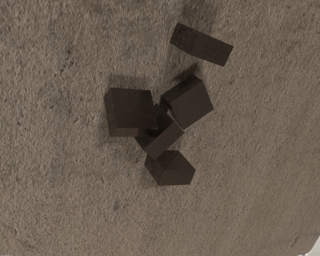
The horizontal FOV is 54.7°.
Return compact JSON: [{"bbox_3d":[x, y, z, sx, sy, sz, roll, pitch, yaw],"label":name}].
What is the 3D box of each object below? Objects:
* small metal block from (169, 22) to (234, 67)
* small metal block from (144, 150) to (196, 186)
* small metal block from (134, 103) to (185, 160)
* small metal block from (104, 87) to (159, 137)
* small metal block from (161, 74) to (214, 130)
[{"bbox_3d":[0.047,-0.097,0.358,0.050,0.050,0.025,10,113,-33],"label":"small metal block"},{"bbox_3d":[0.013,0.055,0.434,0.050,0.050,0.025,4,116,-31],"label":"small metal block"},{"bbox_3d":[-0.005,0.004,0.391,0.050,0.050,0.025,-43,131,1],"label":"small metal block"},{"bbox_3d":[-0.034,-0.018,0.359,0.050,0.050,0.025,1,155,-29],"label":"small metal block"},{"bbox_3d":[0.037,-0.034,0.408,0.050,0.025,0.050,-35,129,-6],"label":"small metal block"}]
